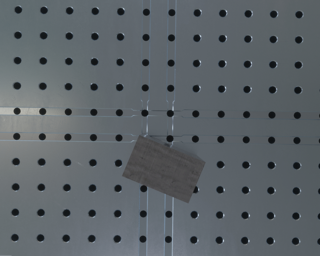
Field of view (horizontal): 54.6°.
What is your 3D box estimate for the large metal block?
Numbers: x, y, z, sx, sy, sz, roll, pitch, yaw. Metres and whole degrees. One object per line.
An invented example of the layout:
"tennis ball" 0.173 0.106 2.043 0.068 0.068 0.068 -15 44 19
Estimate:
"large metal block" 0.004 0.046 0.386 0.080 0.080 0.050 23 90 0
